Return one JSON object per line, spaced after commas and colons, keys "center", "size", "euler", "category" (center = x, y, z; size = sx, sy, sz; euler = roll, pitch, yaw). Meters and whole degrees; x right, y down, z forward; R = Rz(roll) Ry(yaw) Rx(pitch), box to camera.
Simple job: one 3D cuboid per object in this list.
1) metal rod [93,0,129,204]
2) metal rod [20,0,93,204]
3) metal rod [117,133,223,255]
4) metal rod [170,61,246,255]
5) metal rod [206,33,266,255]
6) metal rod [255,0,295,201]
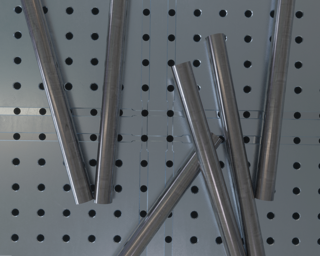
{"center": [-0.064, -0.051, 0.412], "size": [0.025, 0.025, 0.298], "euler": [5, 90, 0], "category": "metal rod"}
{"center": [-0.139, -0.047, 0.412], "size": [0.025, 0.025, 0.299], "euler": [-15, 90, 0], "category": "metal rod"}
{"center": [-0.014, 0.131, 0.413], "size": [0.025, 0.025, 0.299], "euler": [36, 90, 0], "category": "metal rod"}
{"center": [0.068, 0.065, 0.392], "size": [0.025, 0.025, 0.299], "euler": [-17, 99, 0], "category": "metal rod"}
{"center": [0.101, 0.025, 0.413], "size": [0.025, 0.025, 0.299], "euler": [-11, 90, 0], "category": "metal rod"}
{"center": [0.155, -0.054, 0.414], "size": [0.025, 0.025, 0.298], "euler": [6, 90, 0], "category": "metal rod"}
